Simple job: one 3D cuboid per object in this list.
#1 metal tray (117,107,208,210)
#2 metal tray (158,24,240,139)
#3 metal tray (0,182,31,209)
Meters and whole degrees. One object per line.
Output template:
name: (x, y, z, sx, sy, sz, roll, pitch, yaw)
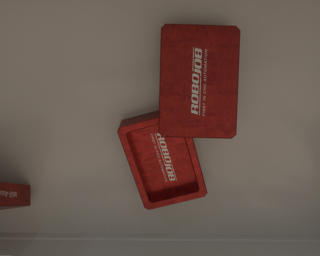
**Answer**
metal tray: (0.005, 0.042, 0.423, 0.090, 0.030, 0.129, -15, 110, 5)
metal tray: (0.045, -0.054, 0.369, 0.091, 0.030, 0.129, 1, 93, -1)
metal tray: (-0.236, 0.089, 0.389, 0.090, 0.130, 0.030, -8, 76, 3)
